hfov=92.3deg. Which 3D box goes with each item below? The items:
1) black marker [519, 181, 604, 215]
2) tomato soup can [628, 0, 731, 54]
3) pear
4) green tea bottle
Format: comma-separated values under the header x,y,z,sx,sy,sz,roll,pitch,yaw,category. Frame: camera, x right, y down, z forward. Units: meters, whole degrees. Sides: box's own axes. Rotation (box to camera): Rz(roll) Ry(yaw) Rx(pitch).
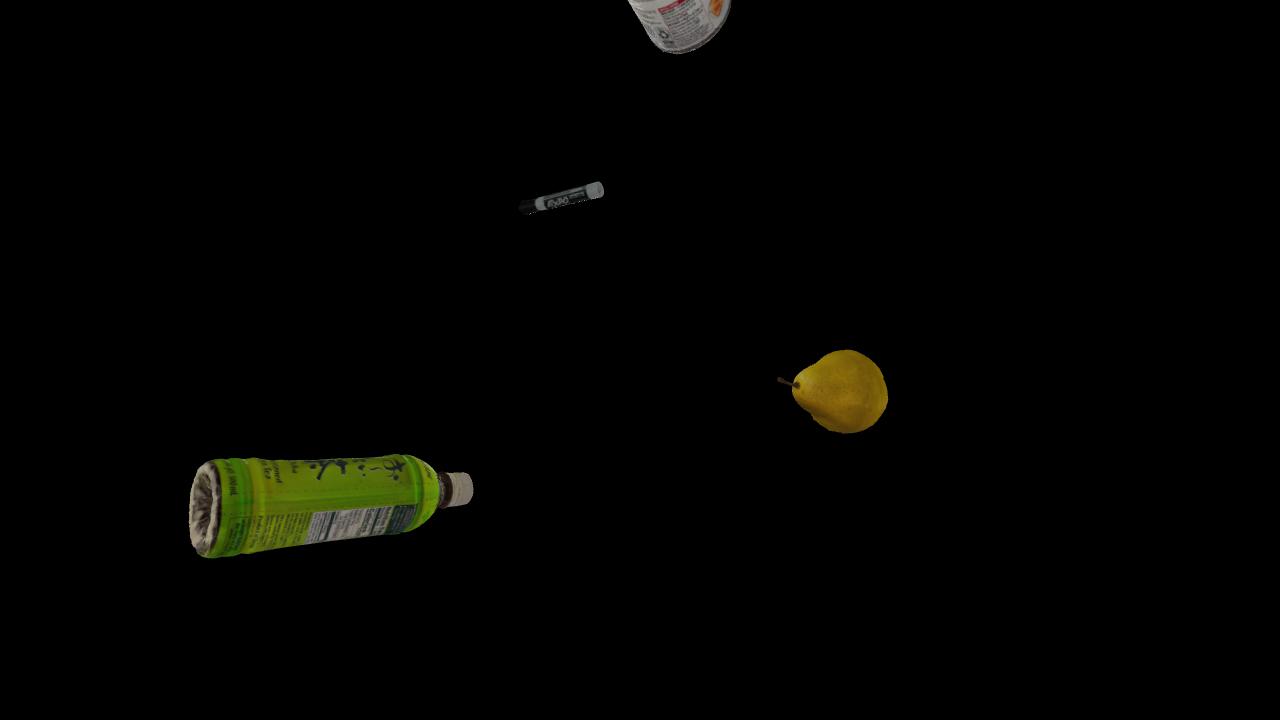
x,y,z,sx,sy,sz,roll,pitch,yaw,category
-0.102,-0.203,0.778,0.121,0.020,0.020,-6,-3,26,black marker
0.016,-0.269,0.416,0.068,0.068,0.101,0,-16,28,tomato soup can
0.177,0.031,0.573,0.111,0.080,0.080,-3,2,-35,pear
-0.235,0.113,0.503,0.073,0.073,0.212,0,-7,41,green tea bottle
